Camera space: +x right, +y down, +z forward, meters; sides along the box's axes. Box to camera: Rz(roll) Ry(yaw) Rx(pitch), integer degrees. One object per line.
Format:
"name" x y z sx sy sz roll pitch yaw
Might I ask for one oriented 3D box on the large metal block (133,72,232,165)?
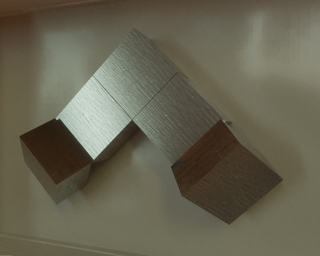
"large metal block" 0.028 -0.009 0.385 0.080 0.050 0.080 -46 76 14

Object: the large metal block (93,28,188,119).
"large metal block" -0.024 -0.067 0.404 0.080 0.050 0.080 -46 76 14

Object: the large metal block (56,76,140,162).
"large metal block" -0.079 -0.012 0.423 0.080 0.050 0.080 -46 76 14

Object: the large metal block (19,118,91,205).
"large metal block" -0.142 0.047 0.423 0.080 0.050 0.080 48 147 13

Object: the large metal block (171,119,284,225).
"large metal block" 0.073 0.050 0.347 0.080 0.050 0.080 36 106 -29
